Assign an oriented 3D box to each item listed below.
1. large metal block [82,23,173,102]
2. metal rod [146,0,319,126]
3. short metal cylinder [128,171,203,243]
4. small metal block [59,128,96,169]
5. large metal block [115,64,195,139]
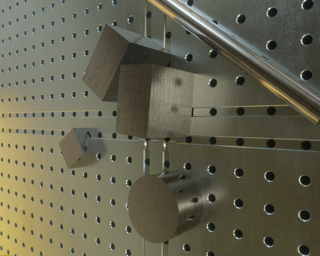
[{"bbox_3d":[-0.042,-0.080,0.406,0.050,0.081,0.080,44,116,31],"label":"large metal block"},{"bbox_3d":[0.062,-0.106,0.356,0.300,0.025,0.025,46,118,29],"label":"metal rod"},{"bbox_3d":[0.006,0.096,0.386,0.080,0.050,0.079,0,90,39],"label":"short metal cylinder"},{"bbox_3d":[-0.140,0.034,0.522,0.050,0.025,0.050,-40,66,32],"label":"small metal block"},{"bbox_3d":[-0.004,-0.031,0.375,0.050,0.081,0.079,8,95,39],"label":"large metal block"}]
